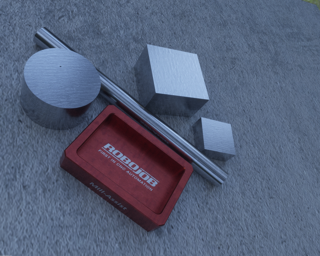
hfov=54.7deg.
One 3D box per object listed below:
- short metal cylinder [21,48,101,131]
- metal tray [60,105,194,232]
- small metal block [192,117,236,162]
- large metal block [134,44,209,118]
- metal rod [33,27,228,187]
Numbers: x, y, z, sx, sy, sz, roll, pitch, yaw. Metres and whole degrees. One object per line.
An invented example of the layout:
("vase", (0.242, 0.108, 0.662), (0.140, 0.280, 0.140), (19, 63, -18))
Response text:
("short metal cylinder", (-0.114, -0.044, 0.355), (0.081, 0.050, 0.080), (14, 56, -21))
("metal tray", (-0.035, 0.044, 0.358), (0.130, 0.030, 0.090), (38, 51, -3))
("small metal block", (0.076, 0.017, 0.438), (0.050, 0.025, 0.050), (12, 57, -22))
("large metal block", (0.014, -0.064, 0.437), (0.081, 0.050, 0.080), (4, 60, -27))
("metal rod", (-0.036, -0.025, 0.402), (0.300, 0.025, 0.025), (39, 51, -3))
